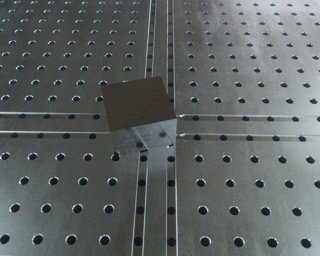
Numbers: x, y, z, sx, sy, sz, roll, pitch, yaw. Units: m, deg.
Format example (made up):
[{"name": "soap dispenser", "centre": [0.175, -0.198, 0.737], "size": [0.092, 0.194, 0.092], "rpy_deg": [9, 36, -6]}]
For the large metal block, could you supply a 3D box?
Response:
[{"name": "large metal block", "centre": [-0.028, -0.017, 0.406], "size": [0.081, 0.050, 0.080], "rpy_deg": [-11, 51, -9]}]
